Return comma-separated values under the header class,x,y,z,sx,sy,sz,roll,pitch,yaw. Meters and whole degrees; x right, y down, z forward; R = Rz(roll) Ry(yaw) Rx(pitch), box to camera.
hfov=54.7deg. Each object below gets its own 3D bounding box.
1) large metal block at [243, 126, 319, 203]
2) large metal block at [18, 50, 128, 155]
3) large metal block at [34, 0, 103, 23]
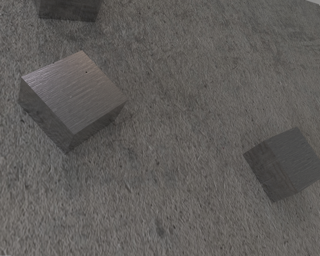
class,x,y,z,sx,sy,sz,roll,pitch,yaw
large metal block,0.183,0.052,0.454,0.081,0.050,0.080,-16,70,-35
large metal block,-0.098,-0.031,0.353,0.080,0.050,0.080,47,51,4
large metal block,-0.134,-0.200,0.438,0.081,0.050,0.080,-7,65,-31
